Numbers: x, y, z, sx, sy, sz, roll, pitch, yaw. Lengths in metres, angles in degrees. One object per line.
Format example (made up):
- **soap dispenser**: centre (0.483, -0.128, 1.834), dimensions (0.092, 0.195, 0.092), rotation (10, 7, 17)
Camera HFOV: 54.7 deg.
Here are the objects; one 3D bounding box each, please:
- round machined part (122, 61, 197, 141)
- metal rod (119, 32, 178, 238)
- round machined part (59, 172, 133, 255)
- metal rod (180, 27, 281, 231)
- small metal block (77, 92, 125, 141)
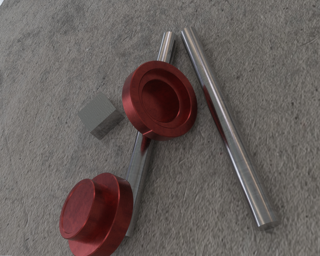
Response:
- **round machined part**: centre (-0.004, -0.031, 0.387), dimensions (0.042, 0.099, 0.098), rotation (-25, 46, 52)
- **metal rod**: centre (-0.014, -0.009, 0.416), dimensions (0.025, 0.025, 0.300), rotation (-2, 61, 27)
- **round machined part**: centre (-0.078, 0.097, 0.354), dimensions (0.098, 0.042, 0.098), rotation (-32, 42, 34)
- **metal rod**: centre (0.073, -0.025, 0.380), dimensions (0.025, 0.025, 0.299), rotation (-24, 53, 13)
- **small metal block**: centre (-0.088, -0.018, 0.461), dimensions (0.050, 0.025, 0.050), rotation (-42, 51, -1)
